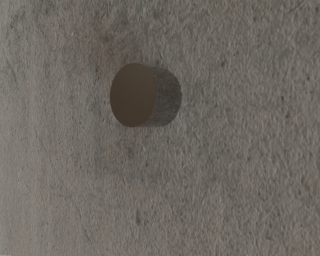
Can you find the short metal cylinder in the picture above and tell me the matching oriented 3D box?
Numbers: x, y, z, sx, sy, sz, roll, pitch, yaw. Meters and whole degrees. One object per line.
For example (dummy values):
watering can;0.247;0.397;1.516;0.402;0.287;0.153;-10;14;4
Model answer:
short metal cylinder;-0.019;-0.041;0.402;0.080;0.050;0.079;0;90;39
